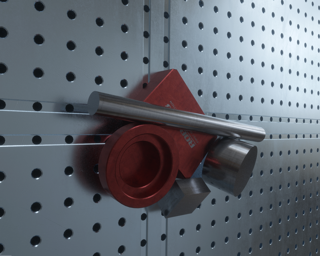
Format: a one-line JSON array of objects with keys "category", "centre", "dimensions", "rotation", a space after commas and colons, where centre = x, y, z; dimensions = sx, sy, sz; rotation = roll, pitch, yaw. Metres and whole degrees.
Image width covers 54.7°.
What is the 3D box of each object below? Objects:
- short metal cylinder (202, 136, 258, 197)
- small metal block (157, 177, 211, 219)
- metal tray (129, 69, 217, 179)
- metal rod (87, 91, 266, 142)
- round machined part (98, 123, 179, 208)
[{"category": "short metal cylinder", "centre": [0.105, 0.055, 0.464], "dimensions": [0.081, 0.050, 0.079], "rotation": [-36, 137, -43]}, {"category": "small metal block", "centre": [0.032, 0.094, 0.421], "dimensions": [0.050, 0.025, 0.050], "rotation": [3, 131, -41]}, {"category": "metal tray", "centre": [0.020, -0.004, 0.426], "dimensions": [0.090, 0.030, 0.130], "rotation": [-51, 120, -28]}, {"category": "metal rod", "centre": [0.047, -0.007, 0.410], "dimensions": [0.302, 0.025, 0.025], "rotation": [9, 84, -40]}, {"category": "round machined part", "centre": [-0.028, 0.042, 0.370], "dimensions": [0.099, 0.042, 0.097], "rotation": [-5, 99, -34]}]
